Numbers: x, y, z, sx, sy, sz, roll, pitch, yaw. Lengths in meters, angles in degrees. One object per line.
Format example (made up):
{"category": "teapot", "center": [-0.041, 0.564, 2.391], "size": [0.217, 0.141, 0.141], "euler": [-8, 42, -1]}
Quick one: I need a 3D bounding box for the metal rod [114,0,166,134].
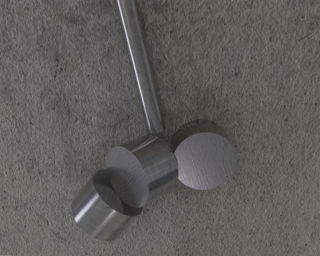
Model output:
{"category": "metal rod", "center": [-0.037, -0.134, 0.359], "size": [0.025, 0.025, 0.298], "euler": [-12, 110, 4]}

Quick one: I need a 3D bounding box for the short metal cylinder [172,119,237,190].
{"category": "short metal cylinder", "center": [0.056, 0.034, 0.409], "size": [0.081, 0.050, 0.079], "euler": [0, 110, 0]}

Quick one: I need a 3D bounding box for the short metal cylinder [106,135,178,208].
{"category": "short metal cylinder", "center": [-0.023, 0.053, 0.393], "size": [0.050, 0.080, 0.079], "euler": [-21, 120, -41]}

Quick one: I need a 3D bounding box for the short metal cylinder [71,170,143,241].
{"category": "short metal cylinder", "center": [-0.070, 0.103, 0.417], "size": [0.080, 0.080, 0.050], "euler": [36, 107, -13]}
